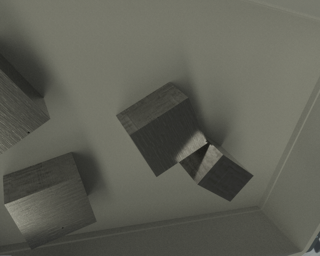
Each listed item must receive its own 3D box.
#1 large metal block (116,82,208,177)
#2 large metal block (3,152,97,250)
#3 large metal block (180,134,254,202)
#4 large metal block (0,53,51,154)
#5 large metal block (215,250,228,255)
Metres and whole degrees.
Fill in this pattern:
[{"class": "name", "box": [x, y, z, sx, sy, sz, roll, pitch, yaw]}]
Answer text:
[{"class": "large metal block", "box": [0.004, 0.002, 0.396, 0.080, 0.050, 0.080, -33, 129, -7]}, {"class": "large metal block", "box": [-0.131, 0.087, 0.375, 0.081, 0.050, 0.079, -20, 126, -17]}, {"class": "large metal block", "box": [0.072, 0.050, 0.443, 0.080, 0.080, 0.050, 33, 100, -38]}, {"class": "large metal block", "box": [-0.165, -0.022, 0.288, 0.080, 0.050, 0.080, -37, 129, -4]}, {"class": "large metal block", "box": [0.132, 0.321, 0.666, 0.080, 0.050, 0.080, -42, 130, 0]}]
